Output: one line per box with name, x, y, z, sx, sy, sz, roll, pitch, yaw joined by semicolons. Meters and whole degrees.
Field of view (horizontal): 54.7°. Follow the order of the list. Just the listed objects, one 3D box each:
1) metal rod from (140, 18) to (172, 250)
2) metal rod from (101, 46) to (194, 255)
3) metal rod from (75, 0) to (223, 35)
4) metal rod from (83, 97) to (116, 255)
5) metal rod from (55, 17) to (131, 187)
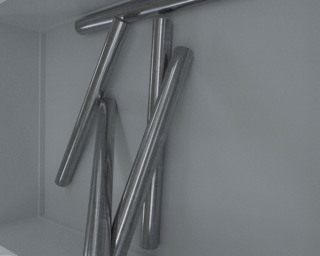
metal rod;-0.006;0.010;0.409;0.025;0.025;0.298;6;94;39
metal rod;-0.017;0.042;0.343;0.025;0.025;0.299;6;70;39
metal rod;-0.014;-0.161;0.416;0.300;0.025;0.025;3;92;39
metal rod;-0.067;0.059;0.359;0.025;0.025;0.300;-48;30;29
metal rod;-0.112;-0.026;0.485;0.025;0.025;0.298;43;119;31
